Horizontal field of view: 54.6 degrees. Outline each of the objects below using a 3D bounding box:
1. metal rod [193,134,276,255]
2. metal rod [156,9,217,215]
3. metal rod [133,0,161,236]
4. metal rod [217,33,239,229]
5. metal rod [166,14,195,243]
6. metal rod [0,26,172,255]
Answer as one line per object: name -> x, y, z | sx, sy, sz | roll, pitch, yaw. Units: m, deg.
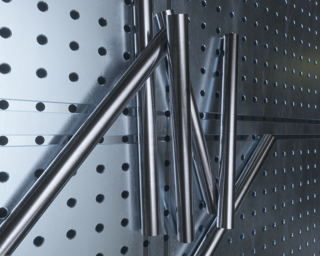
metal rod -> 0.120, 0.123, 0.508 | 0.301, 0.025, 0.025 | -51, 120, -28
metal rod -> 0.045, -0.014, 0.445 | 0.025, 0.025, 0.299 | -25, 106, -37
metal rod -> -0.016, -0.015, 0.394 | 0.025, 0.025, 0.298 | -3, 92, -40
metal rod -> 0.105, -0.002, 0.476 | 0.025, 0.025, 0.299 | 13, 76, -39
metal rod -> 0.028, 0.014, 0.393 | 0.025, 0.025, 0.298 | -19, 114, -38
metal rod -> -0.071, 0.002, 0.330 | 0.025, 0.025, 0.300 | 47, 68, -30
